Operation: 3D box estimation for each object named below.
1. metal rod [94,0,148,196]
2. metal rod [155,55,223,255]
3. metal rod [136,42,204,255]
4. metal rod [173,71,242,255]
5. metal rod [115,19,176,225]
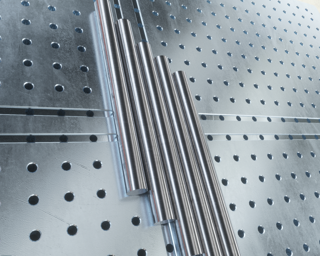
[{"bbox_3d":[-0.057,-0.059,0.414,0.025,0.025,0.299,1,61,-28],"label":"metal rod"},{"bbox_3d":[0.031,0.029,0.408,0.025,0.025,0.299,1,61,-28],"label":"metal rod"},{"bbox_3d":[0.005,0.010,0.405,0.025,0.025,0.299,1,61,-28],"label":"metal rod"},{"bbox_3d":[0.059,0.052,0.409,0.025,0.025,0.299,1,61,-28],"label":"metal rod"},{"bbox_3d":[-0.026,-0.026,0.410,0.025,0.025,0.299,1,61,-28],"label":"metal rod"}]
